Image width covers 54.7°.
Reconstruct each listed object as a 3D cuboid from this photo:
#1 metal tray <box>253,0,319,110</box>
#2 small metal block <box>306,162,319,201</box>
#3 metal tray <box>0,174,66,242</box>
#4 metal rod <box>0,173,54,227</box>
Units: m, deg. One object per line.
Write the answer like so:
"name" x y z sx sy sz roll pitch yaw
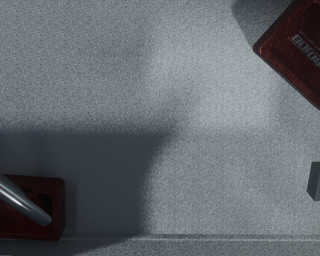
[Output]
"metal tray" 0.192 -0.089 0.378 0.130 0.030 0.090 37 106 -13
"small metal block" 0.244 0.076 0.443 0.050 0.025 0.050 -1 110 0
"metal tray" -0.207 0.115 0.447 0.131 0.030 0.089 4 110 -2
"metal rod" -0.226 0.034 0.349 0.025 0.025 0.299 -26 130 9
